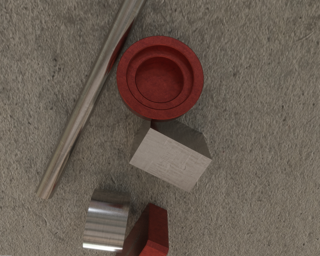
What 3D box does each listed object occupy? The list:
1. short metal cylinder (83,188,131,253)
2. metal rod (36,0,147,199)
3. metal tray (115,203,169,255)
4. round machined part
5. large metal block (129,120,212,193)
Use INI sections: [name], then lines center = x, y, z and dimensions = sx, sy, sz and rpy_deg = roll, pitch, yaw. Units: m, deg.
[short metal cylinder]
center = -0.071, 0.126, 0.426
dimensions = 0.050, 0.080, 0.079
rpy_deg = 9, 110, -4
[metal rod]
center = -0.094, -0.031, 0.397
dimensions = 0.025, 0.025, 0.298
rpy_deg = 26, 108, -10
[metal tray]
center = -0.033, 0.184, 0.442
dimensions = 0.030, 0.090, 0.129
rpy_deg = 27, 108, -10
[round machined part]
center = -0.001, -0.055, 0.367
dimensions = 0.099, 0.042, 0.097
rpy_deg = 1, 82, -6
[large metal block]
center = 0.012, 0.024, 0.390
dimensions = 0.080, 0.080, 0.050
rpy_deg = 28, 108, -10
